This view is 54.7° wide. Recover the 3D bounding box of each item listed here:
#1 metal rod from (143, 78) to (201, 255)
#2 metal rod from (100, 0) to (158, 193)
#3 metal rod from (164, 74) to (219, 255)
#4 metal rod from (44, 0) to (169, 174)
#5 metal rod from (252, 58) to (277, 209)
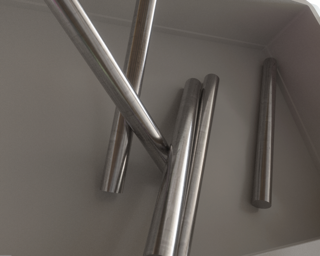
[{"bbox_3d":[0.025,0.018,0.352,0.025,0.025,0.301,30,34,-9],"label":"metal rod"},{"bbox_3d":[-0.029,-0.076,0.362,0.025,0.025,0.299,13,80,-21],"label":"metal rod"},{"bbox_3d":[0.048,0.024,0.391,0.025,0.025,0.301,29,44,-10],"label":"metal rod"},{"bbox_3d":[-0.045,-0.046,0.305,0.299,0.025,0.025,58,44,-31],"label":"metal rod"},{"bbox_3d":[0.174,-0.011,0.505,0.025,0.025,0.300,27,52,-12],"label":"metal rod"}]
